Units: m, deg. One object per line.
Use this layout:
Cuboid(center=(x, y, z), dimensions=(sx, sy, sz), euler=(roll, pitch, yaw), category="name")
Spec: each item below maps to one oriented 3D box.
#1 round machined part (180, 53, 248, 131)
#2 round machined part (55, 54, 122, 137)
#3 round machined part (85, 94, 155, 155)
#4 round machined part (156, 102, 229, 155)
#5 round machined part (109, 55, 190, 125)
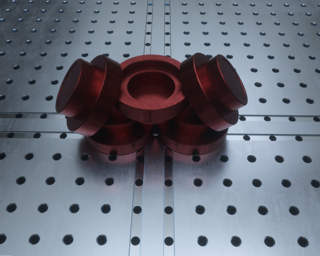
Cuboid(center=(0.070, -0.049, 0.372), dimensions=(0.042, 0.098, 0.098), euler=(-29, 42, 30), category="round machined part")
Cuboid(center=(-0.089, -0.042, 0.365), dimensions=(0.042, 0.098, 0.098), euler=(23, 42, -32), category="round machined part")
Cuboid(center=(-0.055, -0.016, 0.409), dimensions=(0.099, 0.042, 0.098), euler=(0, 50, 0), category="round machined part")
Cuboid(center=(0.043, -0.016, 0.410), dimensions=(0.099, 0.042, 0.098), euler=(0, 50, 0), category="round machined part")
Cuboid(center=(-0.010, -0.043, 0.376), dimensions=(0.099, 0.042, 0.098), euler=(0, 50, 0), category="round machined part")
